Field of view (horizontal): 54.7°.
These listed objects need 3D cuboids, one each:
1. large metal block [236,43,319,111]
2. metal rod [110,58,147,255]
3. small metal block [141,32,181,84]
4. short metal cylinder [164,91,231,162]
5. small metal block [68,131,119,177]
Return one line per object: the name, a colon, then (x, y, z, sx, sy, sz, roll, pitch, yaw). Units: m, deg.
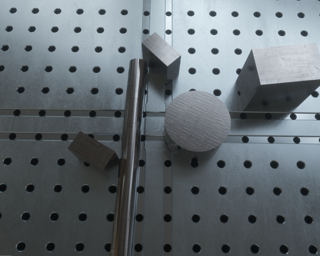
large metal block: (0.154, -0.064, 0.408, 0.081, 0.080, 0.050, -6, 70, -3)
metal rod: (-0.039, 0.047, 0.394, 0.025, 0.025, 0.299, 3, 70, 1)
small metal block: (0.002, -0.097, 0.434, 0.025, 0.050, 0.050, -42, 76, -14)
short metal cylinder: (0.046, -0.001, 0.400, 0.081, 0.050, 0.080, 0, 70, 0)
small metal block: (-0.080, 0.034, 0.385, 0.050, 0.050, 0.025, 29, 73, 9)
